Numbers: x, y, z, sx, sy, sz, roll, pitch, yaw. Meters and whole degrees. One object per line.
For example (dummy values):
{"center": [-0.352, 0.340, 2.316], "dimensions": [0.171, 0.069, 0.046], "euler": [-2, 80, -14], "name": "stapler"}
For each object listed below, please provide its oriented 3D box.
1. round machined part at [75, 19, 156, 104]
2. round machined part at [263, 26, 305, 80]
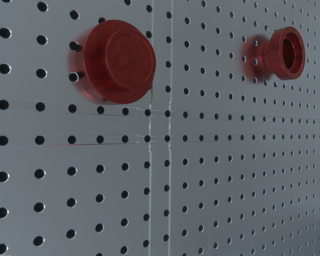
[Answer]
{"center": [-0.043, -0.077, 0.361], "dimensions": [0.099, 0.042, 0.097], "euler": [0, 90, -40], "name": "round machined part"}
{"center": [0.234, -0.139, 0.592], "dimensions": [0.099, 0.042, 0.097], "euler": [0, 90, -40], "name": "round machined part"}
